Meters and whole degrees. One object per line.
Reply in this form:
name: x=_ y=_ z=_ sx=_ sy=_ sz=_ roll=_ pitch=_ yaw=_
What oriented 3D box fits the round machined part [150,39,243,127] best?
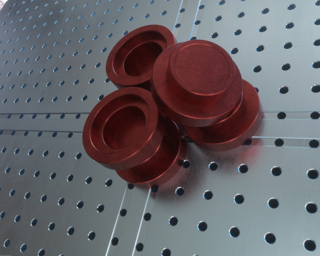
round machined part: x=0.040 y=-0.054 z=0.328 sx=0.099 sy=0.042 sz=0.098 roll=3 pitch=65 yaw=-6

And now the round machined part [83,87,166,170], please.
round machined part: x=-0.037 y=0.004 z=0.361 sx=0.098 sy=0.042 sz=0.098 roll=-13 pitch=56 yaw=21

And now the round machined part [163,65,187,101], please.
round machined part: x=0.002 y=-0.063 z=0.437 sx=0.098 sy=0.042 sz=0.098 roll=-13 pitch=56 yaw=21

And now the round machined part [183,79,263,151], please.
round machined part: x=0.071 y=-0.024 z=0.376 sx=0.098 sy=0.042 sz=0.098 roll=-13 pitch=56 yaw=21

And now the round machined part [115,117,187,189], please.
round machined part: x=-0.019 y=0.024 z=0.395 sx=0.098 sy=0.042 sz=0.098 roll=-13 pitch=56 yaw=21

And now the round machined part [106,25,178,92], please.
round machined part: x=-0.018 y=-0.083 z=0.404 sx=0.098 sy=0.042 sz=0.098 roll=-13 pitch=56 yaw=21
